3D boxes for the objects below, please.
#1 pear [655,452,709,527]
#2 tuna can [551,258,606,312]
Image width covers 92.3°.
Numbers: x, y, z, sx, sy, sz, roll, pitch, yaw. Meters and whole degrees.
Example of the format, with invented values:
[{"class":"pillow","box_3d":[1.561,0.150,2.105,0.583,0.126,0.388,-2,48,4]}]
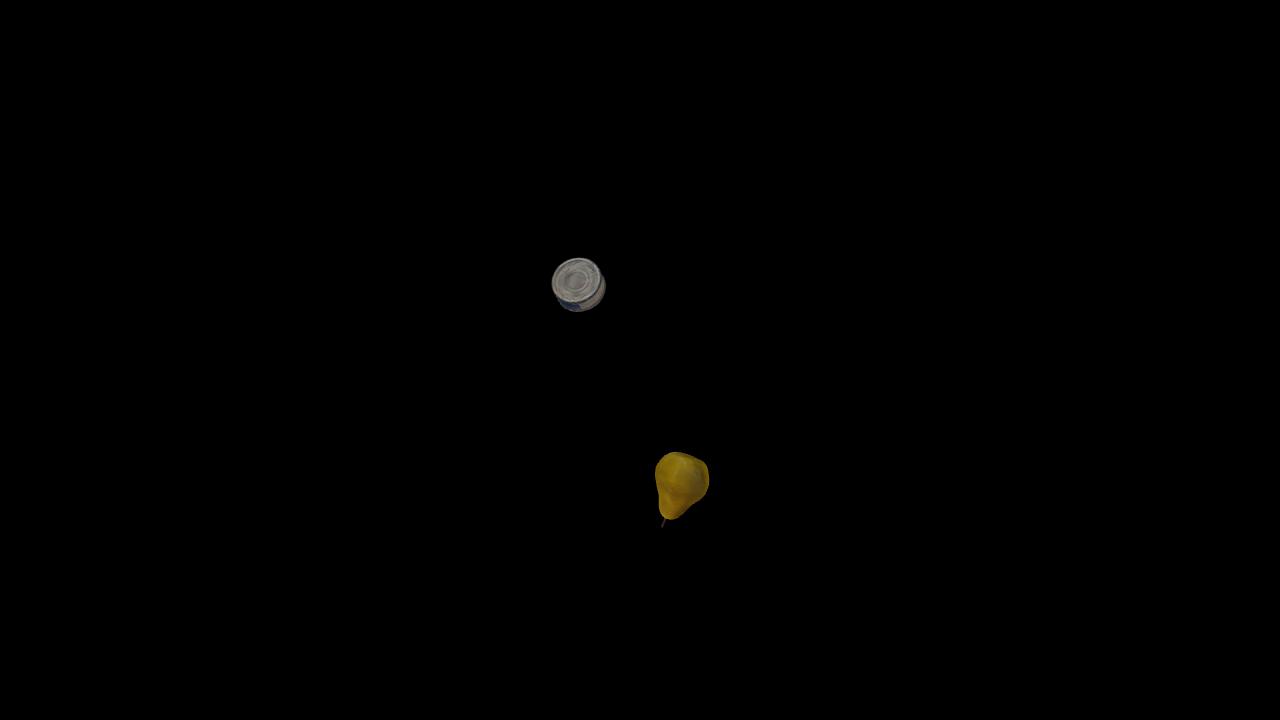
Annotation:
[{"class":"pear","box_3d":[0.050,0.186,0.857,0.080,0.111,0.080,16,0,0]},{"class":"tuna can","box_3d":[-0.100,-0.122,0.991,0.084,0.084,0.034,0,-20,10]}]
